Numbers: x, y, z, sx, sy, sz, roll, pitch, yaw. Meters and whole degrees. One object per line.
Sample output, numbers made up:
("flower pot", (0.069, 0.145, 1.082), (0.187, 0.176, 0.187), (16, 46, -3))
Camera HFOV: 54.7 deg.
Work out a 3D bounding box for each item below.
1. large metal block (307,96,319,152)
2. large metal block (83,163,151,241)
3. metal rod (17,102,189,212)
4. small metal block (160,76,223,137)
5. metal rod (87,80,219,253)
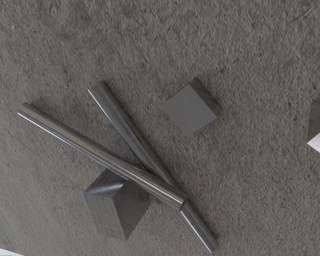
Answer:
("large metal block", (0.184, 0.002, 0.276), (0.080, 0.080, 0.050), (37, 129, 3))
("large metal block", (-0.061, 0.108, 0.470), (0.050, 0.080, 0.080), (2, 120, 27))
("metal rod", (-0.095, 0.035, 0.457), (0.301, 0.025, 0.025), (27, 128, 19))
("small metal block", (0.038, -0.025, 0.372), (0.050, 0.025, 0.050), (49, 129, -7))
("metal rod", (-0.004, 0.063, 0.447), (0.025, 0.025, 0.299), (-26, 105, 37))
